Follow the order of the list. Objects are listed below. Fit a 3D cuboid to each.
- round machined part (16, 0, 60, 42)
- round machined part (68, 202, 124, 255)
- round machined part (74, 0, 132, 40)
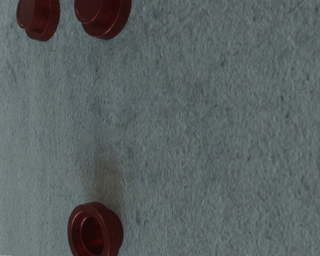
[{"bbox_3d":[-0.234,-0.216,0.583,0.098,0.042,0.097,0,90,39],"label":"round machined part"},{"bbox_3d":[-0.094,0.160,0.469,0.098,0.042,0.097,0,90,39],"label":"round machined part"},{"bbox_3d":[-0.092,-0.187,0.468,0.098,0.042,0.097,0,90,39],"label":"round machined part"}]
